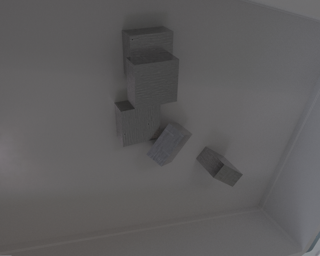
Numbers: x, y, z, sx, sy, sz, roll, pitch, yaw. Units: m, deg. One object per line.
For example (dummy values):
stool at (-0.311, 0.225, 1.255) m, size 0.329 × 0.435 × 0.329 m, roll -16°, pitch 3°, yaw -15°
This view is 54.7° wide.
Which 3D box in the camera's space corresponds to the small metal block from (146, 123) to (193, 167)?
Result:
small metal block at (0.014, 0.021, 0.412) m, size 0.050 × 0.025 × 0.050 m, roll -54°, pitch 167°, yaw 10°

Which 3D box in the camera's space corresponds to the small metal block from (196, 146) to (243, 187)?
small metal block at (0.092, 0.060, 0.479) m, size 0.050 × 0.050 × 0.025 m, roll 29°, pitch 103°, yaw -38°

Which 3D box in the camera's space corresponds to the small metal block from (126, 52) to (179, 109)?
small metal block at (-0.008, -0.052, 0.339) m, size 0.050 × 0.025 × 0.050 m, roll -13°, pitch 124°, yaw -22°

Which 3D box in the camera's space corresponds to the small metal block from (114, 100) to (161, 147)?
small metal block at (-0.028, -0.009, 0.388) m, size 0.050 × 0.025 × 0.050 m, roll -13°, pitch 124°, yaw -21°

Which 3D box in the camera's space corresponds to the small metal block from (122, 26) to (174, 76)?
small metal block at (-0.014, -0.084, 0.349) m, size 0.050 × 0.025 × 0.050 m, roll -13°, pitch 124°, yaw -21°
